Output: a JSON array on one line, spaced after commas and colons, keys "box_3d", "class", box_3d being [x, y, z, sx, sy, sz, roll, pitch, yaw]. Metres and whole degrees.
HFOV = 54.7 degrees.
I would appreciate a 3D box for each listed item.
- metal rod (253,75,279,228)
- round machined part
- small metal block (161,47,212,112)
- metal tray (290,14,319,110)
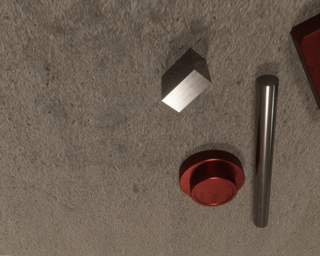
[{"box_3d": [0.153, 0.056, 0.457, 0.025, 0.025, 0.298, -8, 130, 6], "class": "metal rod"}, {"box_3d": [0.079, 0.082, 0.467, 0.099, 0.042, 0.097, -1, 130, 0], "class": "round machined part"}, {"box_3d": [0.028, -0.054, 0.345, 0.025, 0.050, 0.050, 33, 123, -25], "class": "small metal block"}, {"box_3d": [0.212, -0.074, 0.344, 0.090, 0.030, 0.130, -26, 126, 20], "class": "metal tray"}]
